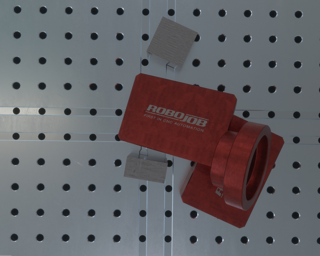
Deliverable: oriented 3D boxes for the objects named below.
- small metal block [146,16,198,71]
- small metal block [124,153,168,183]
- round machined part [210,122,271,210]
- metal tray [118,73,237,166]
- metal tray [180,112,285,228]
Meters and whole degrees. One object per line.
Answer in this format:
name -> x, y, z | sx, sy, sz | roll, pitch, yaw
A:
small metal block -> 0.016, -0.112, 0.413 | 0.050, 0.025, 0.050 | 25, 90, 0
small metal block -> -0.017, 0.051, 0.401 | 0.050, 0.050, 0.025 | 10, 90, 0
round machined part -> 0.091, 0.040, 0.354 | 0.042, 0.098, 0.097 | 14, 90, 31
metal tray -> 0.022, -0.011, 0.393 | 0.130, 0.030, 0.090 | 15, 86, 14
metal tray -> 0.094, 0.054, 0.411 | 0.090, 0.030, 0.129 | 25, 90, 0
